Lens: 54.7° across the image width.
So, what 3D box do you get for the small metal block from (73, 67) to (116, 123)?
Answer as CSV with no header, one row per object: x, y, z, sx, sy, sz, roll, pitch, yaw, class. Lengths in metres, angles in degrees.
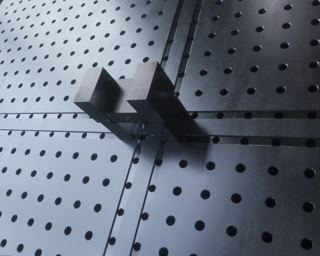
-0.075,-0.040,0.389,0.025,0.050,0.050,1,62,29,small metal block

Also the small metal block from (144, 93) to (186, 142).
0.008,-0.016,0.396,0.025,0.050,0.050,-1,62,28,small metal block

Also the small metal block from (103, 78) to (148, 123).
-0.036,-0.034,0.383,0.050,0.025,0.050,1,62,28,small metal block

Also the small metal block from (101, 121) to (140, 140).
-0.050,-0.017,0.426,0.025,0.050,0.050,1,62,28,small metal block

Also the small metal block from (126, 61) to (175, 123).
-0.009,-0.040,0.354,0.025,0.050,0.050,1,62,29,small metal block
